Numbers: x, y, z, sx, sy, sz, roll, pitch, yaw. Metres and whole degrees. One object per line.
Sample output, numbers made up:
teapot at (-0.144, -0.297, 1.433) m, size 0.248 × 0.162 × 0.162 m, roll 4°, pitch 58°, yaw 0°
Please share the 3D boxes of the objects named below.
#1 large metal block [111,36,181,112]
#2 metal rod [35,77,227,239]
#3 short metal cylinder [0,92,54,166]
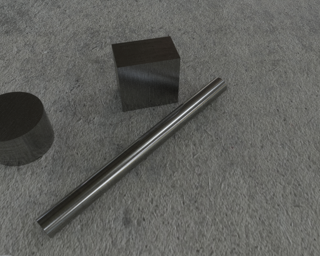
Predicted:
large metal block at (-0.019, -0.074, 0.429) m, size 0.081 × 0.080 × 0.050 m, roll -11°, pitch 51°, yaw -9°
metal rod at (-0.016, 0.020, 0.386) m, size 0.025 × 0.025 × 0.302 m, roll 36°, pitch 58°, yaw 26°
short metal cylinder at (-0.179, 0.000, 0.385) m, size 0.081 × 0.050 × 0.080 m, roll 0°, pitch 50°, yaw 0°
